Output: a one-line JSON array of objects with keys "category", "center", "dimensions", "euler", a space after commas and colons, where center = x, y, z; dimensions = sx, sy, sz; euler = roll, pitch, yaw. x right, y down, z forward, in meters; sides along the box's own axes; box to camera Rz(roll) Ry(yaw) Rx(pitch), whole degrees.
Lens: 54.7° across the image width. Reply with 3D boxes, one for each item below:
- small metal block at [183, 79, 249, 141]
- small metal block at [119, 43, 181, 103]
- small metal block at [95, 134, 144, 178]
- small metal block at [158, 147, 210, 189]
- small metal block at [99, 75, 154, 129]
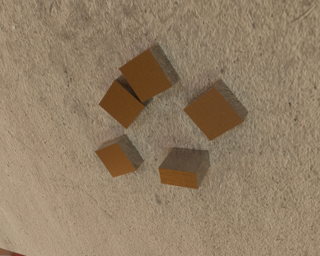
[{"category": "small metal block", "center": [0.065, -0.020, 0.360], "dimensions": [0.050, 0.025, 0.050], "euler": [49, 129, -7]}, {"category": "small metal block", "center": [-0.012, -0.066, 0.373], "dimensions": [0.050, 0.025, 0.050], "euler": [-24, 106, 36]}, {"category": "small metal block", "center": [-0.061, 0.042, 0.465], "dimensions": [0.050, 0.025, 0.050], "euler": [-22, 107, 36]}, {"category": "small metal block", "center": [0.033, 0.051, 0.405], "dimensions": [0.050, 0.050, 0.025], "euler": [4, 120, 26]}, {"category": "small metal block", "center": [-0.045, -0.035, 0.409], "dimensions": [0.050, 0.025, 0.050], "euler": [42, 129, -1]}]
